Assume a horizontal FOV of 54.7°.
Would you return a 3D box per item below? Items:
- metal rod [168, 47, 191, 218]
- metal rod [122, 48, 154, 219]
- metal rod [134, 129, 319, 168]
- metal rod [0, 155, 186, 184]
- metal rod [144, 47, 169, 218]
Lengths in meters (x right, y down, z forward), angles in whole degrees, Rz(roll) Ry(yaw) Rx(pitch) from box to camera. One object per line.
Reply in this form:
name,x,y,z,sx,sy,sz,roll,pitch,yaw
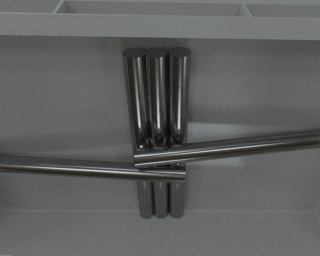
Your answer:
metal rod,0.025,0.030,0.434,0.025,0.025,0.298,-1,130,0
metal rod,-0.026,0.031,0.434,0.025,0.025,0.298,-1,130,0
metal rod,0.117,0.024,0.407,0.302,0.025,0.025,-6,130,-4
metal rod,-0.116,0.056,0.432,0.302,0.025,0.025,3,130,5
metal rod,-0.001,0.031,0.434,0.025,0.025,0.298,-1,130,0
